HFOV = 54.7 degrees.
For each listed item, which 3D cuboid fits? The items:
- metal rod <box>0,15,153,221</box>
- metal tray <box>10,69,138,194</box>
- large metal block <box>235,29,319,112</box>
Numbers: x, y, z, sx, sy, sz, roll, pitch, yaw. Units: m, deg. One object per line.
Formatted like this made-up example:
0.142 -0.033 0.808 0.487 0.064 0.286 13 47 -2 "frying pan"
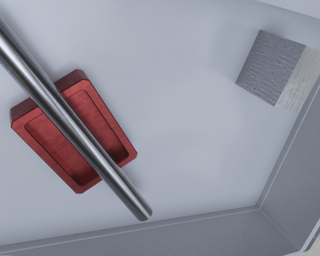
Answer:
-0.079 0.018 0.337 0.025 0.025 0.299 -35 129 -6 "metal rod"
-0.094 0.009 0.360 0.090 0.030 0.130 -34 129 -7 "metal tray"
0.160 -0.077 0.415 0.050 0.080 0.079 7 115 -32 "large metal block"
